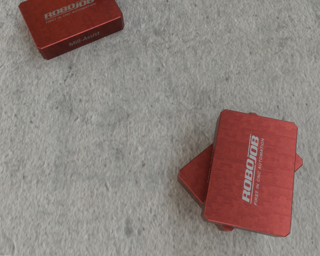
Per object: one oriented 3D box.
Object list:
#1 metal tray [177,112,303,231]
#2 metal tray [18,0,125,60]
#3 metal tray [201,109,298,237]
[{"bbox_3d":[0.098,0.053,0.387,0.131,0.030,0.090,-38,75,-13],"label":"metal tray"},{"bbox_3d":[-0.131,-0.168,0.465,0.131,0.030,0.090,-26,72,-10],"label":"metal tray"},{"bbox_3d":[0.103,0.050,0.356,0.090,0.030,0.130,12,70,4],"label":"metal tray"}]
